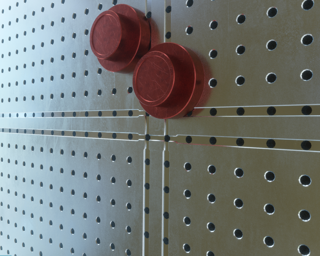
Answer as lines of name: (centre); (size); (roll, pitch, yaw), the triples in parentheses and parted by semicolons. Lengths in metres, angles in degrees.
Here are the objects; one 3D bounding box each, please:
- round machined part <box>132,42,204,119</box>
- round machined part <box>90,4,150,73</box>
round machined part: (0.004, -0.060, 0.394); (0.098, 0.042, 0.097); (0, 90, 39)
round machined part: (-0.064, -0.131, 0.449); (0.098, 0.042, 0.097); (0, 90, 39)
